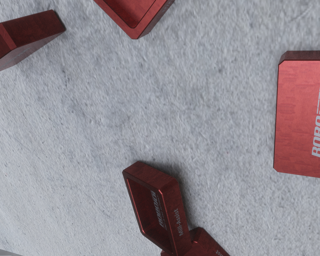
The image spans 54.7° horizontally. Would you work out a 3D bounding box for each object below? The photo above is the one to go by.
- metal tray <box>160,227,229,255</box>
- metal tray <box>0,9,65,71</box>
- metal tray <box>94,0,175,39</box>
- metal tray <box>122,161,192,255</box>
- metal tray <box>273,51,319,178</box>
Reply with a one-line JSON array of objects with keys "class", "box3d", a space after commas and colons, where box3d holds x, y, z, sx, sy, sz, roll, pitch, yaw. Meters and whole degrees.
[{"class": "metal tray", "box3d": [0.075, 0.228, 0.504, 0.130, 0.030, 0.090, 46, 129, -5]}, {"class": "metal tray", "box3d": [-0.198, -0.104, 0.402, 0.130, 0.090, 0.030, -17, 109, 34]}, {"class": "metal tray", "box3d": [-0.016, -0.166, 0.307, 0.090, 0.030, 0.129, 45, 129, -4]}, {"class": "metal tray", "box3d": [-0.004, 0.120, 0.456, 0.090, 0.030, 0.129, 17, 129, 47]}, {"class": "metal tray", "box3d": [0.165, -0.010, 0.310, 0.090, 0.030, 0.129, 6, 121, 25]}]
